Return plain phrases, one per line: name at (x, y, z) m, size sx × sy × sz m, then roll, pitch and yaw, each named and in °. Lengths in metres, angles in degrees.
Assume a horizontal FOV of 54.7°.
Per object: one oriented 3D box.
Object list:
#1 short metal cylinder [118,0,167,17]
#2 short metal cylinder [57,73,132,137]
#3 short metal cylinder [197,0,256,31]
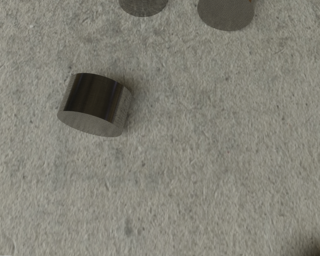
short metal cylinder at (-0.027, -0.219, 0.475) m, size 0.081 × 0.050 × 0.080 m, roll 0°, pitch 70°, yaw 0°
short metal cylinder at (-0.081, -0.026, 0.388) m, size 0.080 × 0.080 × 0.050 m, roll 12°, pitch 71°, yaw 4°
short metal cylinder at (0.099, -0.187, 0.449) m, size 0.080 × 0.080 × 0.050 m, roll 15°, pitch 71°, yaw 5°
